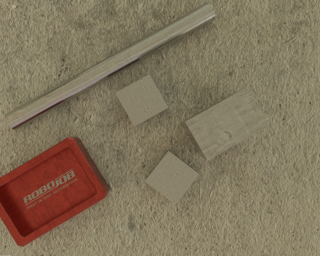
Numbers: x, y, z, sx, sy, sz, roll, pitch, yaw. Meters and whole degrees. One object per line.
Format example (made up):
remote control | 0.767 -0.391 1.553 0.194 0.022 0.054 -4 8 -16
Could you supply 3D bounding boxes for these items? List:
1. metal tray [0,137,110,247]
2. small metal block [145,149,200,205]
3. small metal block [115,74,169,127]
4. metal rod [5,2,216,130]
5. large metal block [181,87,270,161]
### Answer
metal tray | -0.145 0.081 0.405 0.130 0.030 0.090 -31 90 -1
small metal block | 0.016 0.064 0.410 0.050 0.025 0.050 38 90 -1
small metal block | -0.023 -0.036 0.410 0.050 0.025 0.050 -29 90 -1
metal rod | -0.064 -0.081 0.409 0.301 0.025 0.025 -29 90 -1
large metal block | 0.075 -0.005 0.384 0.080 0.080 0.050 -29 90 0
